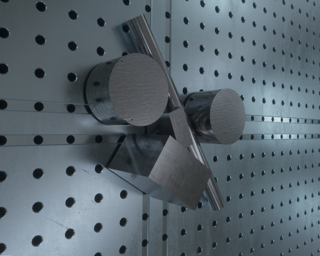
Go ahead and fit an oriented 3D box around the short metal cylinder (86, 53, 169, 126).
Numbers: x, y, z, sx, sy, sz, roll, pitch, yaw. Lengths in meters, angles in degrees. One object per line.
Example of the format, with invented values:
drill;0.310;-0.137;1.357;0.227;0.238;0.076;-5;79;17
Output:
short metal cylinder;-0.037;-0.042;0.357;0.081;0.050;0.079;0;90;-40

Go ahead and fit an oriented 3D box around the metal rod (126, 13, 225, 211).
metal rod;0.029;-0.008;0.429;0.025;0.025;0.299;-39;114;-33

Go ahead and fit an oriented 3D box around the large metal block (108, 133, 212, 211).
large metal block;0.000;0.050;0.368;0.080;0.080;0.050;41;66;-32

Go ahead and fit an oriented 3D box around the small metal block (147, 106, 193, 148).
small metal block;0.010;0.001;0.396;0.025;0.050;0.050;-27;107;-37

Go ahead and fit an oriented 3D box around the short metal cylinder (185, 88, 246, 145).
short metal cylinder;0.081;-0.016;0.456;0.081;0.050;0.079;0;90;-40
